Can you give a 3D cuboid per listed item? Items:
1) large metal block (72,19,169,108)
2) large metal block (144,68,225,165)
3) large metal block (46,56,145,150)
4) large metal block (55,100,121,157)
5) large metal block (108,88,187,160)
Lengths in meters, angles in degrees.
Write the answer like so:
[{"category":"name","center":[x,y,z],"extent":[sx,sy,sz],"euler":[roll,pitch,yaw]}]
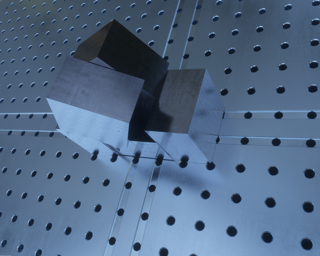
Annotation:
[{"category":"large metal block","center":[-0.051,-0.066,0.357],"extent":[0.080,0.080,0.050],"euler":[-12,53,48]},{"category":"large metal block","center":[0.033,-0.012,0.361],"extent":[0.050,0.080,0.080],"euler":[4,64,30]},{"category":"large metal block","center":[-0.066,-0.023,0.334],"extent":[0.080,0.080,0.050],"euler":[17,67,-1]},{"category":"large metal block","center":[-0.083,-0.014,0.424],"extent":[0.050,0.080,0.080],"euler":[2,63,29]},{"category":"large metal block","center":[-0.018,-0.008,0.403],"extent":[0.080,0.050,0.080],"euler":[3,63,29]}]
